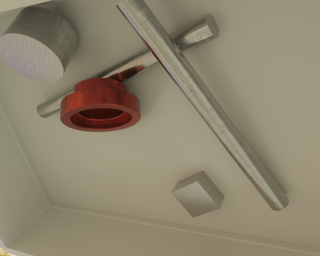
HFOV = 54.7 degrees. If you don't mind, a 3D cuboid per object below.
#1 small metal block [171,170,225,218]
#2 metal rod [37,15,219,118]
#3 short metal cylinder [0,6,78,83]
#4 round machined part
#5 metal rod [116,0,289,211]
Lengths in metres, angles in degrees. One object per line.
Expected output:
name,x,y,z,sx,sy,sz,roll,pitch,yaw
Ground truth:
small metal block,0.054,0.094,0.438,0.050,0.025,0.050,-33,100,38
metal rod,-0.064,-0.065,0.400,0.300,0.025,0.025,-18,109,34
short metal cylinder,-0.150,-0.102,0.387,0.080,0.050,0.080,10,147,7
round machined part,-0.075,-0.030,0.394,0.098,0.099,0.042,-19,67,35
metal rod,0.058,-0.016,0.345,0.025,0.025,0.300,-27,111,37
